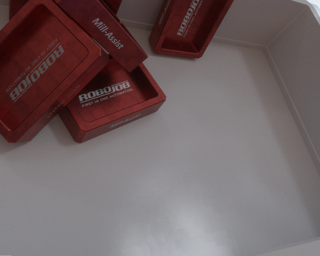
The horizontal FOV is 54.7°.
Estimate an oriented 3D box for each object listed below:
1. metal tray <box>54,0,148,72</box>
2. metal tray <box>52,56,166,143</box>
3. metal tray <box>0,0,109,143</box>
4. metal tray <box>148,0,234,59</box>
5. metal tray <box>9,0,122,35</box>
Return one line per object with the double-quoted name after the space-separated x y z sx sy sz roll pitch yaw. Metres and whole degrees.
-0.074 -0.130 0.353 0.130 0.030 0.090 39 15 -53 "metal tray"
-0.067 -0.046 0.393 0.131 0.030 0.090 -25 76 -37 "metal tray"
-0.129 -0.059 0.316 0.130 0.030 0.090 -44 87 4 "metal tray"
0.048 -0.168 0.464 0.091 0.129 0.030 0 50 -28 "metal tray"
-0.121 -0.168 0.400 0.131 0.090 0.030 1 60 -28 "metal tray"
